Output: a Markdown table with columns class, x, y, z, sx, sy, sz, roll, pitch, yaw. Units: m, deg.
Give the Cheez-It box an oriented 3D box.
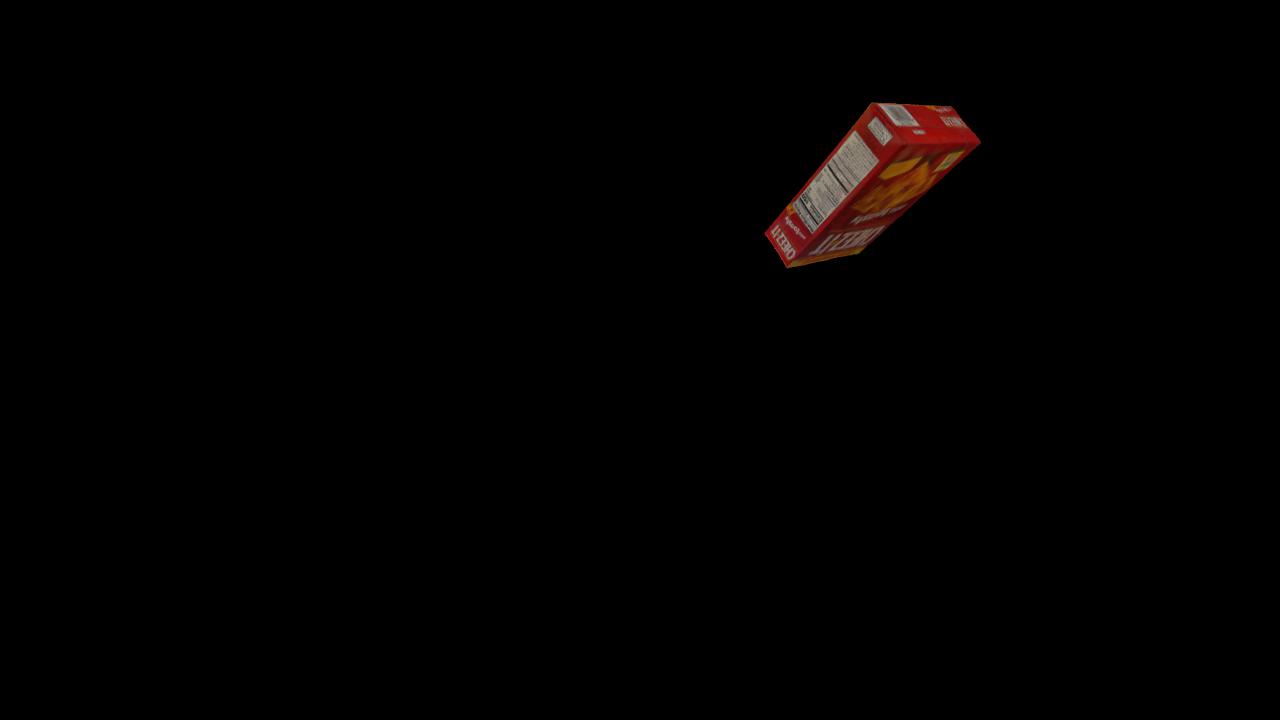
| class | x | y | z | sx | sy | sz | roll | pitch | yaw |
| --- | --- | --- | --- | --- | --- | --- | --- | --- | --- |
| Cheez-It box | 0.288 | -0.217 | 0.787 | 0.166 | 0.071 | 0.223 | -14 | -22 | -33 |
